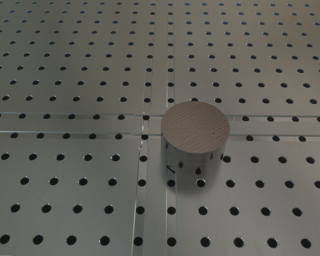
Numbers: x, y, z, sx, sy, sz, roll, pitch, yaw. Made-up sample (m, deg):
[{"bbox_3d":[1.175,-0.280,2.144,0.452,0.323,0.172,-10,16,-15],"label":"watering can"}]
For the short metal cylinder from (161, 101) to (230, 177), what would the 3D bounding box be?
[{"bbox_3d":[0.041,0.013,0.381,0.080,0.050,0.080,0,50,0],"label":"short metal cylinder"}]
